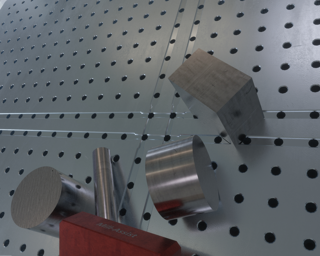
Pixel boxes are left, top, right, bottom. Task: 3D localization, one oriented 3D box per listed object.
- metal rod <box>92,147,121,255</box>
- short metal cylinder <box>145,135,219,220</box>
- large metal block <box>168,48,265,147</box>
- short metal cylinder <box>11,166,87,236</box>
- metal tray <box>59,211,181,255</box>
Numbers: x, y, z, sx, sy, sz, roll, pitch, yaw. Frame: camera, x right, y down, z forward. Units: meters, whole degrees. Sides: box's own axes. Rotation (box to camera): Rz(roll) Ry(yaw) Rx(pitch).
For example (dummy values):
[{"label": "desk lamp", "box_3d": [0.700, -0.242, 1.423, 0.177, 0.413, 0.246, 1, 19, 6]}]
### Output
[{"label": "metal rod", "box_3d": [-0.052, 0.136, 0.323, 0.025, 0.025, 0.300, -27, 43, 11]}, {"label": "short metal cylinder", "box_3d": [0.025, 0.052, 0.328, 0.050, 0.080, 0.080, -17, 55, 18]}, {"label": "large metal block", "box_3d": [0.066, -0.034, 0.359, 0.050, 0.080, 0.080, -45, 51, -3]}, {"label": "short metal cylinder", "box_3d": [-0.146, 0.097, 0.409, 0.080, 0.050, 0.080, -13, 56, 21]}, {"label": "metal tray", "box_3d": [-0.045, 0.145, 0.311, 0.130, 0.030, 0.089, 6, 98, 31]}]
